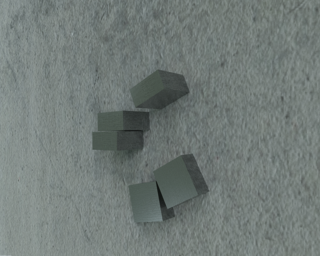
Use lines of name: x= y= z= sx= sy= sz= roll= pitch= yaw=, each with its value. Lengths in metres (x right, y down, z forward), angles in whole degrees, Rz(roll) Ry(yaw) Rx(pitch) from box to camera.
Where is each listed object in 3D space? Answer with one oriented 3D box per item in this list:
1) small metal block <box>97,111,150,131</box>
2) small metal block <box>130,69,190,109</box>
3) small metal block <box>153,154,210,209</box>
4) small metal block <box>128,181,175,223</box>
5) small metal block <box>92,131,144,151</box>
small metal block: x=-0.050 y=-0.009 z=0.428 sx=0.050 sy=0.050 sz=0.025 roll=-2 pitch=89 yaw=39
small metal block: x=0.000 y=-0.046 z=0.387 sx=0.050 sy=0.050 sz=0.025 roll=-30 pitch=72 yaw=36
small metal block: x=0.025 y=0.066 z=0.383 sx=0.050 sy=0.025 sz=0.050 roll=-35 pitch=69 yaw=34
small metal block: x=-0.012 y=0.097 z=0.413 sx=0.050 sy=0.025 sz=0.050 roll=-17 pitch=80 yaw=38
small metal block: x=-0.059 y=0.017 z=0.435 sx=0.050 sy=0.050 sz=0.025 roll=-1 pitch=89 yaw=39
